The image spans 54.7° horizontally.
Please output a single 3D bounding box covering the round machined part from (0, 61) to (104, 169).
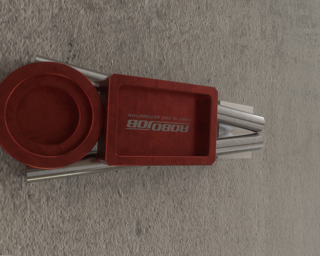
[{"bbox_3d":[-0.108,-0.012,0.298,0.099,0.042,0.097,0,90,-30],"label":"round machined part"}]

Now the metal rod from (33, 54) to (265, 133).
[{"bbox_3d":[0.008,-0.033,0.372,0.302,0.025,0.025,12,82,-27],"label":"metal rod"}]

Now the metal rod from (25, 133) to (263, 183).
[{"bbox_3d":[0.004,0.030,0.370,0.303,0.025,0.025,-5,93,-28],"label":"metal rod"}]

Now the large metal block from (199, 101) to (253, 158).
[{"bbox_3d":[0.096,0.004,0.471,0.081,0.050,0.080,5,87,-40],"label":"large metal block"}]

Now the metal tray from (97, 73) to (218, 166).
[{"bbox_3d":[0.001,-0.005,0.338,0.131,0.030,0.089,3,88,-28],"label":"metal tray"}]
